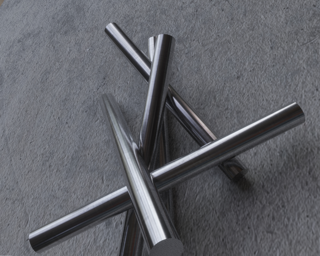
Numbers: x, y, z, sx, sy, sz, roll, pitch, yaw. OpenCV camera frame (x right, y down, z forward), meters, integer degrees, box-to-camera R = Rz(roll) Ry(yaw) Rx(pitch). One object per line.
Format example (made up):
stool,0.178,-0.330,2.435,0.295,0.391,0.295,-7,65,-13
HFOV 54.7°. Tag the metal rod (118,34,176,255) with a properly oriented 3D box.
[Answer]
metal rod,-0.015,0.030,0.356,0.025,0.025,0.299,1,73,29

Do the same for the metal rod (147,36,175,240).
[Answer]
metal rod,-0.002,-0.010,0.410,0.025,0.025,0.299,-16,55,19

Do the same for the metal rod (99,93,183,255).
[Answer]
metal rod,-0.038,0.022,0.346,0.025,0.025,0.300,-38,31,3

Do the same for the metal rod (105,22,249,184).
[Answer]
metal rod,0.005,-0.051,0.405,0.025,0.025,0.300,-39,60,2

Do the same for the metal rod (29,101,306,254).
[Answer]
metal rod,0.007,0.051,0.320,0.301,0.025,0.025,-26,52,0
